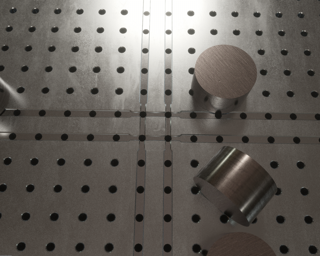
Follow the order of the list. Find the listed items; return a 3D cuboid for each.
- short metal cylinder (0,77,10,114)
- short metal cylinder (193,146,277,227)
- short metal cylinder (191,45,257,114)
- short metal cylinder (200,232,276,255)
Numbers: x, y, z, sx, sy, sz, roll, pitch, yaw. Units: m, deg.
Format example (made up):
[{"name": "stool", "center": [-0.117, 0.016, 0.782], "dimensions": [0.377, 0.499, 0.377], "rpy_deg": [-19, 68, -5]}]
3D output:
[{"name": "short metal cylinder", "center": [-0.253, -0.051, 0.414], "dimensions": [0.081, 0.050, 0.080], "rpy_deg": [0, 70, -1]}, {"name": "short metal cylinder", "center": [0.086, 0.067, 0.359], "dimensions": [0.080, 0.080, 0.050], "rpy_deg": [42, 75, 13]}, {"name": "short metal cylinder", "center": [0.085, -0.066, 0.424], "dimensions": [0.081, 0.050, 0.080], "rpy_deg": [0, 70, 0]}, {"name": "short metal cylinder", "center": [0.085, 0.157, 0.342], "dimensions": [0.081, 0.050, 0.080], "rpy_deg": [0, 70, 0]}]
